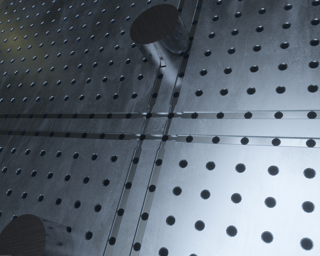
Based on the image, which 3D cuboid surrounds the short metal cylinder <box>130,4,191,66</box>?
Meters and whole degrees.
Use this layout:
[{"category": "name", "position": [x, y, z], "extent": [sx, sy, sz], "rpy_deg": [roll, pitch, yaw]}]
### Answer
[{"category": "short metal cylinder", "position": [0.001, -0.143, 0.478], "extent": [0.080, 0.050, 0.080], "rpy_deg": [-13, 56, 20]}]

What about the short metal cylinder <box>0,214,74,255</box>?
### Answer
[{"category": "short metal cylinder", "position": [-0.154, 0.152, 0.378], "extent": [0.080, 0.050, 0.080], "rpy_deg": [-13, 56, 20]}]
